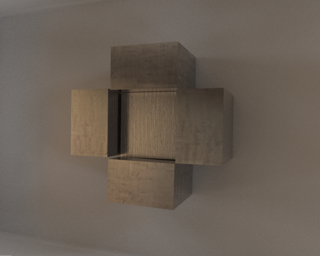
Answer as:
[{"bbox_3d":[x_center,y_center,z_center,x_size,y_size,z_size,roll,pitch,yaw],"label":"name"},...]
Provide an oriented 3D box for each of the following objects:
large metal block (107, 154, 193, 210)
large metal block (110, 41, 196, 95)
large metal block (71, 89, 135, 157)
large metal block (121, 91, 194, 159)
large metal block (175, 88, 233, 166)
[{"bbox_3d":[-0.009,0.062,0.383,0.080,0.080,0.050,2,91,20],"label":"large metal block"},{"bbox_3d":[-0.005,-0.068,0.381,0.080,0.080,0.050,1,91,20],"label":"large metal block"},{"bbox_3d":[-0.070,-0.007,0.405,0.050,0.080,0.080,1,90,20],"label":"large metal block"},{"bbox_3d":[-0.002,-0.004,0.395,0.080,0.050,0.080,1,90,20],"label":"large metal block"},{"bbox_3d":[0.054,-0.002,0.361,0.050,0.080,0.080,1,90,20],"label":"large metal block"}]
